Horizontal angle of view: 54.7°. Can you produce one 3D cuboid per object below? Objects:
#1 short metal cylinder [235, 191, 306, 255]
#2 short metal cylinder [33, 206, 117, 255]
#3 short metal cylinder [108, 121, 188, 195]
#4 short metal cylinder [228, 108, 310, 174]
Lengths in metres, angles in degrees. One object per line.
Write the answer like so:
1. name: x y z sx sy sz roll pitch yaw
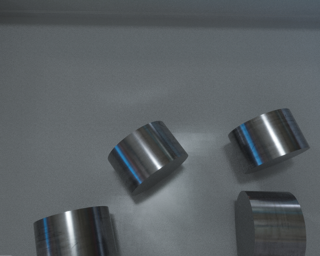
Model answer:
1. short metal cylinder: 0.118 0.110 0.342 0.050 0.080 0.080 1 70 0
2. short metal cylinder: -0.091 0.120 0.335 0.081 0.080 0.050 -13 71 -5
3. short metal cylinder: -0.014 0.036 0.367 0.080 0.080 0.050 -33 74 -12
4. short metal cylinder: 0.130 0.018 0.376 0.081 0.080 0.050 -18 71 -7
